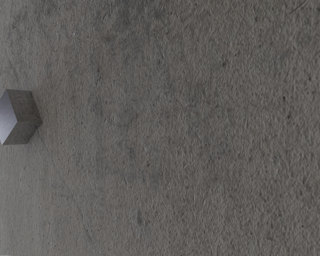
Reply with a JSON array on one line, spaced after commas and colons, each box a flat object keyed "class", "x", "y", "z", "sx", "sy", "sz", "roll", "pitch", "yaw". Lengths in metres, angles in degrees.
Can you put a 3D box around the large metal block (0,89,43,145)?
[{"class": "large metal block", "x": -0.291, "y": -0.021, "z": 0.630, "sx": 0.080, "sy": 0.050, "sz": 0.080, "roll": -43, "pitch": 64, "yaw": 31}]
